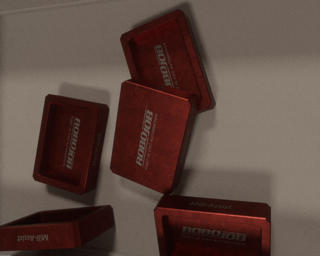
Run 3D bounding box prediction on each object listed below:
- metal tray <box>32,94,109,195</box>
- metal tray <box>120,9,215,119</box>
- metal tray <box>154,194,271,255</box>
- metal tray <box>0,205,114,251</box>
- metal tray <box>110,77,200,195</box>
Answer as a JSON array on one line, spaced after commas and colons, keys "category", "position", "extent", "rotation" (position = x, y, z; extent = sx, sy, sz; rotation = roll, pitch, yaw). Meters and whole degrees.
[{"category": "metal tray", "position": [-0.131, 0.022, 0.452], "extent": [0.090, 0.030, 0.129], "rotation": [12, 94, 19]}, {"category": "metal tray", "position": [0.009, -0.074, 0.403], "extent": [0.090, 0.030, 0.129], "rotation": [-18, 84, 18]}, {"category": "metal tray", "position": [0.063, 0.130, 0.369], "extent": [0.130, 0.030, 0.089], "rotation": [1, 110, 19]}, {"category": "metal tray", "position": [-0.142, 0.135, 0.424], "extent": [0.130, 0.090, 0.030], "rotation": [-10, 87, 19]}, {"category": "metal tray", "position": [-0.010, 0.010, 0.390], "extent": [0.090, 0.030, 0.129], "rotation": [19, 114, 18]}]
